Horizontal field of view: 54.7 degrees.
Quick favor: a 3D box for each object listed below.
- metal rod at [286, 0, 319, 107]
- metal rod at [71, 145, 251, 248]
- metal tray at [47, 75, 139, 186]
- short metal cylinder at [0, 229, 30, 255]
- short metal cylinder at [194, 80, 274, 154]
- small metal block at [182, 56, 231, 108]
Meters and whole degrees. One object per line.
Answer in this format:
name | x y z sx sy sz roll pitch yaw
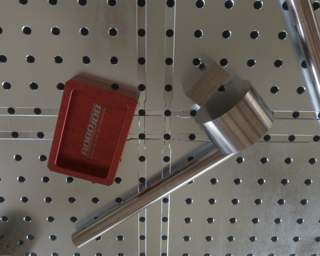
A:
metal rod | 0.172 -0.128 0.368 0.025 0.025 0.299 -25 109 8
metal rod | -0.004 0.091 0.446 0.300 0.025 0.025 -33 107 11
metal tray | -0.089 0.006 0.411 0.091 0.030 0.129 16 109 -7
short metal cylinder | -0.249 0.202 0.471 0.081 0.050 0.079 0 110 -1
short metal cylinder | 0.090 -0.014 0.380 0.080 0.080 0.050 -37 106 12
small metal block | 0.055 -0.058 0.380 0.025 0.050 0.050 37 106 -13
